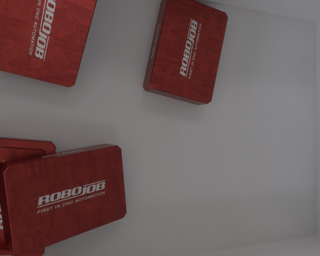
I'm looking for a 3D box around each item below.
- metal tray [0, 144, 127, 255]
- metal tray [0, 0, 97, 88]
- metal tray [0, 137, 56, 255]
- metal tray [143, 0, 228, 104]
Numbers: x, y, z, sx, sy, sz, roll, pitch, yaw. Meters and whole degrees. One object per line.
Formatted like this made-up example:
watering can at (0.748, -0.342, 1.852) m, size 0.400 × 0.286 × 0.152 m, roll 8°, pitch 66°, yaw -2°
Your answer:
metal tray at (-0.102, 0.072, 0.344) m, size 0.131 × 0.030 × 0.089 m, roll -9°, pitch 98°, yaw -40°
metal tray at (-0.121, -0.115, 0.326) m, size 0.091 × 0.030 × 0.129 m, roll 13°, pitch 121°, yaw -20°
metal tray at (-0.170, 0.076, 0.345) m, size 0.091 × 0.030 × 0.129 m, roll 6°, pitch 88°, yaw -20°
metal tray at (0.036, -0.104, 0.421) m, size 0.091 × 0.030 × 0.129 m, roll 13°, pitch 86°, yaw -20°
